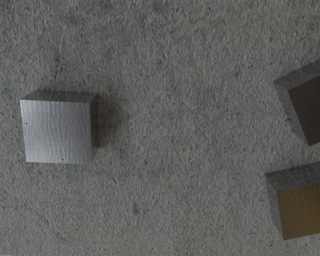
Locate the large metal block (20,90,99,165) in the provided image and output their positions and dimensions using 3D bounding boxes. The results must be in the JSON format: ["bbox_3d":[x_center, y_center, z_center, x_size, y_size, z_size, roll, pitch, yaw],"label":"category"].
[{"bbox_3d":[-0.123,-0.002,0.394,0.081,0.050,0.079,3,110,-1],"label":"large metal block"}]

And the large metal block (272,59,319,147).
[{"bbox_3d":[0.200,-0.036,0.385,0.080,0.050,0.080,-26,108,9],"label":"large metal block"}]

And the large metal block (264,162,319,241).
[{"bbox_3d":[0.200,0.102,0.436,0.080,0.050,0.080,-14,110,5],"label":"large metal block"}]
